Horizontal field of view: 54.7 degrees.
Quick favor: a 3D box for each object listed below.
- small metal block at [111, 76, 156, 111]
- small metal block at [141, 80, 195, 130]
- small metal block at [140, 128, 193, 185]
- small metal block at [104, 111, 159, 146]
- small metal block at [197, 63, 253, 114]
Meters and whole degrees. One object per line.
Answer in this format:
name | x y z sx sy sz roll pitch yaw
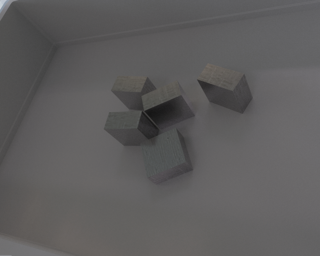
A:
small metal block | -0.031 -0.048 0.436 0.050 0.050 0.025 7 66 31
small metal block | 0.011 -0.028 0.401 0.050 0.050 0.025 -22 54 15
small metal block | 0.007 0.035 0.381 0.050 0.025 0.050 -24 53 13
small metal block | -0.036 0.002 0.408 0.050 0.050 0.025 -1 62 28
small metal block | 0.080 -0.048 0.377 0.050 0.050 0.025 26 76 37
